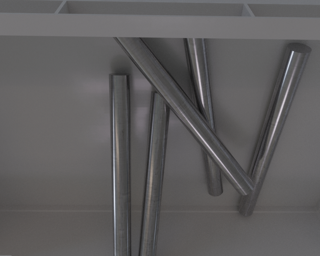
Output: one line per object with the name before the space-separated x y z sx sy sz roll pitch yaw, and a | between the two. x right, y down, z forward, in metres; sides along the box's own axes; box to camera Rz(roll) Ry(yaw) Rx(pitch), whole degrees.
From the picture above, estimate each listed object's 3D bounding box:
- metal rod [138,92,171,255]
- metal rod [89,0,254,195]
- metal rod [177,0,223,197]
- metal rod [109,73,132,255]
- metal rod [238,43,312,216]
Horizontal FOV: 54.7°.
metal rod | -0.011 0.101 0.410 0.025 0.025 0.298 4 104 -4
metal rod | 0.029 -0.021 0.364 0.025 0.025 0.300 -30 117 22
metal rod | 0.059 -0.012 0.398 0.025 0.025 0.298 -9 130 7
metal rod | -0.050 0.081 0.399 0.025 0.025 0.298 1 106 -1
metal rod | 0.149 0.027 0.432 0.025 0.025 0.298 1 130 -1
